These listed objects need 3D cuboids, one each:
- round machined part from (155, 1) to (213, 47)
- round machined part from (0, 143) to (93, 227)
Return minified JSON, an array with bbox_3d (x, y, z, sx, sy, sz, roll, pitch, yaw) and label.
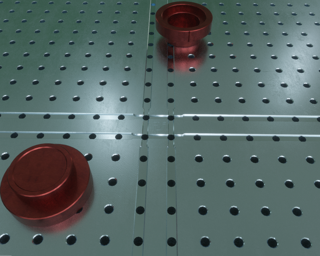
[{"bbox_3d":[0.041,-0.180,0.548,0.099,0.042,0.098,0,50,0],"label":"round machined part"},{"bbox_3d":[-0.129,0.056,0.349,0.099,0.042,0.098,0,50,0],"label":"round machined part"}]
